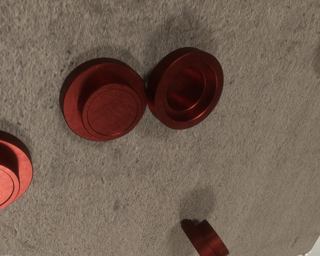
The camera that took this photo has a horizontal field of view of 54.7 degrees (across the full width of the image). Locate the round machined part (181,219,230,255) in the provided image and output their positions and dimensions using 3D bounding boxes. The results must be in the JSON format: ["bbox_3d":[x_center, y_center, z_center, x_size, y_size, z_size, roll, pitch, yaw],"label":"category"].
[{"bbox_3d":[0.081,0.196,0.528,0.042,0.098,0.098,-34,129,-6],"label":"round machined part"}]

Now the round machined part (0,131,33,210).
[{"bbox_3d":[-0.187,0.053,0.327,0.099,0.042,0.097,-14,125,-21],"label":"round machined part"}]

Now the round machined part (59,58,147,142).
[{"bbox_3d":[-0.059,-0.026,0.349,0.099,0.042,0.097,-14,125,-21],"label":"round machined part"}]

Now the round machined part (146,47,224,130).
[{"bbox_3d":[0.026,-0.050,0.376,0.099,0.042,0.097,-17,125,-26],"label":"round machined part"}]
